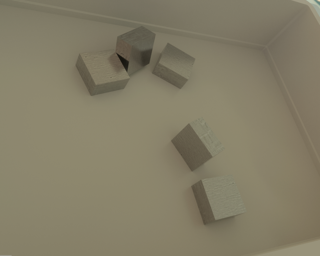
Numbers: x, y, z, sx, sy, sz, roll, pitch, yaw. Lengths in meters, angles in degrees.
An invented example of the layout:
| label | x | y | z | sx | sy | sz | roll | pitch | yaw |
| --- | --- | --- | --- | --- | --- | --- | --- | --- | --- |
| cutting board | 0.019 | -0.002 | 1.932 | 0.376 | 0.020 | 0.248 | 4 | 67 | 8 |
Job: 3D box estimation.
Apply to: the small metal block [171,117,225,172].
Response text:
| label | x | y | z | sx | sy | sz | roll | pitch | yaw |
| --- | --- | --- | --- | --- | --- | --- | --- | --- | --- |
| small metal block | 0.048 | 0.022 | 0.402 | 0.025 | 0.050 | 0.050 | -26 | 76 | -37 |

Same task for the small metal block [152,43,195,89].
| label | x | y | z | sx | sy | sz | roll | pitch | yaw |
| --- | --- | --- | --- | --- | --- | --- | --- | --- | --- |
| small metal block | 0.022 | -0.095 | 0.475 | 0.050 | 0.025 | 0.050 | 28 | 52 | -11 |

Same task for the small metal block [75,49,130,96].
| label | x | y | z | sx | sy | sz | roll | pitch | yaw |
| --- | --- | --- | --- | --- | --- | --- | --- | --- | --- |
| small metal block | -0.076 | -0.074 | 0.410 | 0.050 | 0.025 | 0.050 | -18 | 72 | -35 |

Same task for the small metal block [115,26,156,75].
| label | x | y | z | sx | sy | sz | roll | pitch | yaw |
| --- | --- | --- | --- | --- | --- | --- | --- | --- | --- |
| small metal block | -0.036 | -0.108 | 0.433 | 0.025 | 0.050 | 0.050 | 36 | 49 | 18 |

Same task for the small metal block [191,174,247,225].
| label | x | y | z | sx | sy | sz | roll | pitch | yaw |
| --- | --- | --- | --- | --- | --- | --- | --- | --- | --- |
| small metal block | 0.074 | 0.089 | 0.391 | 0.050 | 0.025 | 0.050 | -4 | 64 | -30 |
